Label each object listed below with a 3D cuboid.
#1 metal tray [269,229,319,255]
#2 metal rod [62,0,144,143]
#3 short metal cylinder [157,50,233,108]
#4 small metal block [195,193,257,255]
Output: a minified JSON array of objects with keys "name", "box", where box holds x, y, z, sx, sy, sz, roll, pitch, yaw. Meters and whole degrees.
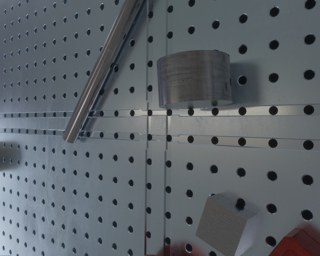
[{"name":"metal tray","box":[0.128,0.176,0.299,0.090,0.030,0.129,42,115,32]},{"name":"metal rod","box":[-0.087,-0.099,0.480,0.025,0.025,0.298,46,117,30]},{"name":"short metal cylinder","box":[0.038,-0.050,0.342,0.080,0.081,0.050,-5,87,40]},{"name":"small metal block","box":[0.074,0.110,0.349,0.050,0.025,0.050,25,106,37]}]
